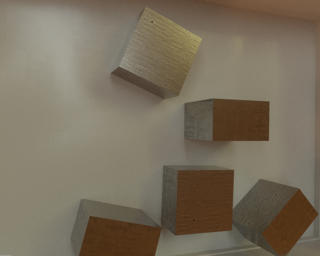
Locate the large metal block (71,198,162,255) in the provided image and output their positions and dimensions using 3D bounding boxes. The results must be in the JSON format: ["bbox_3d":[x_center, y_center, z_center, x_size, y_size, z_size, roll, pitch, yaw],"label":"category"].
[{"bbox_3d":[-0.054,0.123,0.361,0.081,0.080,0.050,16,85,-19],"label":"large metal block"}]

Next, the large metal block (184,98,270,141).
[{"bbox_3d":[0.086,-0.009,0.413,0.081,0.080,0.050,1,90,-20],"label":"large metal block"}]

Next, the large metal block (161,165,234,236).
[{"bbox_3d":[0.049,0.093,0.415,0.081,0.050,0.080,3,89,-20],"label":"large metal block"}]

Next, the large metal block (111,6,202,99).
[{"bbox_3d":[-0.005,-0.092,0.395,0.080,0.050,0.080,25,82,-19],"label":"large metal block"}]

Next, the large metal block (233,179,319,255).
[{"bbox_3d":[0.156,0.124,0.439,0.080,0.080,0.050,-43,104,-15],"label":"large metal block"}]
